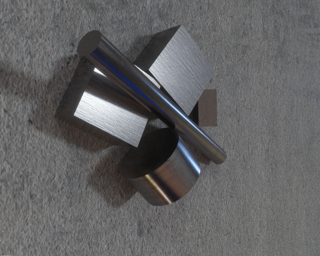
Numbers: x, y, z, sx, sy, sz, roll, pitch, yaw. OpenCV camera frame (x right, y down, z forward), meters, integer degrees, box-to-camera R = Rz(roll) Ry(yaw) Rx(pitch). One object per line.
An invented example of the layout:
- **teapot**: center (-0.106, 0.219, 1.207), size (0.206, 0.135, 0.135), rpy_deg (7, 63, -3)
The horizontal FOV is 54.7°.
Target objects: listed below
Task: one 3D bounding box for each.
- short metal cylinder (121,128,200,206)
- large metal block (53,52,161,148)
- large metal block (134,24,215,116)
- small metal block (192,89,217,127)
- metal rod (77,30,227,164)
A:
- **short metal cylinder**: center (0.001, 0.045, 0.370), size (0.080, 0.080, 0.050), rpy_deg (-51, 121, -27)
- **large metal block**: center (-0.056, -0.032, 0.343), size (0.080, 0.050, 0.080), rpy_deg (31, 71, -36)
- **large metal block**: center (0.015, -0.071, 0.399), size (0.080, 0.050, 0.080), rpy_deg (47, 62, -30)
- **small metal block**: center (0.062, -0.027, 0.438), size (0.025, 0.050, 0.050), rpy_deg (-1, 92, -4)
- **metal rod**: center (0.017, -0.012, 0.367), size (0.301, 0.025, 0.025), rpy_deg (37, 66, -51)
